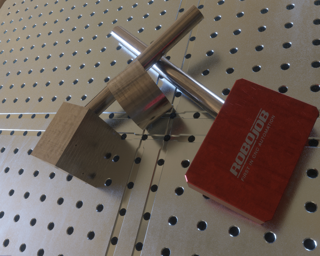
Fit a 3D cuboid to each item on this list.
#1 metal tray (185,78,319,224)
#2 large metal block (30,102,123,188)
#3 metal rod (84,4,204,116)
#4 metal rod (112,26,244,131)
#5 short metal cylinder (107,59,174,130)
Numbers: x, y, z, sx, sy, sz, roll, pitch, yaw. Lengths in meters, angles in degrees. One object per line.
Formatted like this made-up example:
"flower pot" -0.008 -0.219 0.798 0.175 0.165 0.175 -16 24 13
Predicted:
"metal tray" 0.095 0.021 0.324 0.090 0.030 0.130 26 75 17
"large metal block" -0.108 0.023 0.416 0.050 0.080 0.080 15 69 34
"metal rod" -0.058 -0.064 0.454 0.300 0.025 0.025 -41 51 9
"metal rod" 0.008 -0.088 0.457 0.025 0.025 0.300 -44 51 -2
"short metal cylinder" -0.026 -0.044 0.414 0.050 0.080 0.080 -37 51 4
